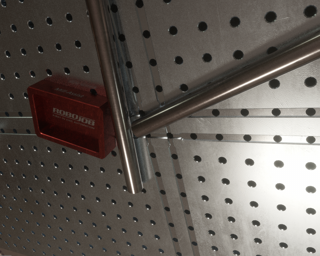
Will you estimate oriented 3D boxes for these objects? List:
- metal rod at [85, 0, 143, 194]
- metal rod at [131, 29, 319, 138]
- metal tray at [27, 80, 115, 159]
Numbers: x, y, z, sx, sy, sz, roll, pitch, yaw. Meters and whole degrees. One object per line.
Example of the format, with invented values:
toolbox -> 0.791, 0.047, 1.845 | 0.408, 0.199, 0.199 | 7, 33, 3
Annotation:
metal rod -> -0.057, -0.035, 0.418 | 0.025, 0.025, 0.298 | 6, 121, 25
metal rod -> 0.080, -0.048, 0.338 | 0.299, 0.025, 0.025 | -24, 106, 36
metal tray -> -0.132, -0.013, 0.466 | 0.130, 0.030, 0.089 | 16, 125, 18
